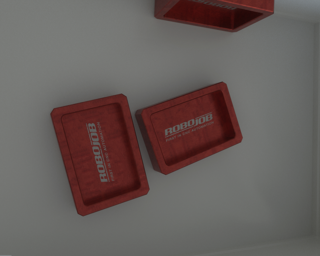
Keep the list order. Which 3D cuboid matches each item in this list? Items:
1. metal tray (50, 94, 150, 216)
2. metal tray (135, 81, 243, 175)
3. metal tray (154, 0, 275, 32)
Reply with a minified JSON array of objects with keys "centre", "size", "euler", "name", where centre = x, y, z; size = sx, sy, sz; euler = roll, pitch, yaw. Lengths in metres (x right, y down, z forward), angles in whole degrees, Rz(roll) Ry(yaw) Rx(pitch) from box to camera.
[{"centre":[-0.073,0.030,0.381],"size":[0.091,0.030,0.129],"euler":[-15,95,-20],"name":"metal tray"},{"centre":[0.042,-0.002,0.424],"size":[0.131,0.030,0.090],"euler":[-21,97,-19],"name":"metal tray"},{"centre":[0.068,-0.161,0.402],"size":[0.131,0.090,0.030],"euler":[3,89,-20],"name":"metal tray"}]
